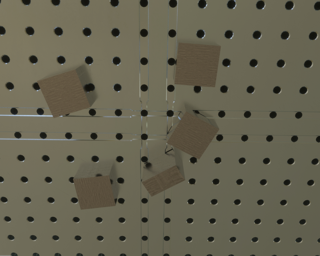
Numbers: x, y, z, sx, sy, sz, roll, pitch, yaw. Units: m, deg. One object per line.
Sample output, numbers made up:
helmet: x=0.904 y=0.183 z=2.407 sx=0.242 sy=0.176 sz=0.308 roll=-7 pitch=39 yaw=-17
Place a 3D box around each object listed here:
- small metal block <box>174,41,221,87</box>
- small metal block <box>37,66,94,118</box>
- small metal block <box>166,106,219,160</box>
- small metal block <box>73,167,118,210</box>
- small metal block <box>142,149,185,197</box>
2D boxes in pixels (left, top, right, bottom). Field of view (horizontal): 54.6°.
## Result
small metal block: x=0.045 y=-0.080 z=0.384 sx=0.050 sy=0.025 sz=0.050 roll=4 pitch=110 yaw=-2
small metal block: x=-0.119 y=-0.046 z=0.396 sx=0.050 sy=0.025 sz=0.050 roll=-16 pitch=109 yaw=6
small metal block: x=0.043 y=0.006 z=0.416 sx=0.050 sy=0.025 sz=0.050 roll=28 pitch=108 yaw=-10
small metal block: x=-0.091 y=0.086 z=0.444 sx=0.050 sy=0.025 sz=0.050 roll=-7 pitch=110 yaw=2
small metal block: x=0.005 y=0.060 z=0.422 sx=0.050 sy=0.050 sz=0.025 roll=-28 pitch=108 yaw=10
